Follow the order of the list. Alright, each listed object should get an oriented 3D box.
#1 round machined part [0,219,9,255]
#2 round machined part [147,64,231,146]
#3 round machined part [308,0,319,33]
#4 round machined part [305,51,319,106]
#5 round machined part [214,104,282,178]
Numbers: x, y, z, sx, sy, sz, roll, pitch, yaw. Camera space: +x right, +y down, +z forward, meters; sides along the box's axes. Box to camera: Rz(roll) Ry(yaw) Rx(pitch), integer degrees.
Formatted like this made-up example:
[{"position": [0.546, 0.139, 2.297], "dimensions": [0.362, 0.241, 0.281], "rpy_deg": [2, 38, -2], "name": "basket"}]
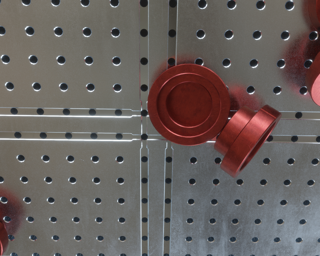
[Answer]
[{"position": [-0.275, 0.160, 0.461], "dimensions": [0.099, 0.042, 0.097], "rpy_deg": [0, 110, 0], "name": "round machined part"}, {"position": [0.037, -0.030, 0.385], "dimensions": [0.098, 0.042, 0.097], "rpy_deg": [2, 101, 10], "name": "round machined part"}, {"position": [0.227, -0.147, 0.352], "dimensions": [0.099, 0.042, 0.097], "rpy_deg": [0, 110, 0], "name": "round machined part"}, {"position": [0.223, -0.070, 0.366], "dimensions": [0.099, 0.042, 0.098], "rpy_deg": [-1, 141, -1], "name": "round machined part"}, {"position": [0.105, 0.011, 0.388], "dimensions": [0.042, 0.098, 0.098], "rpy_deg": [37, 109, 20], "name": "round machined part"}]
